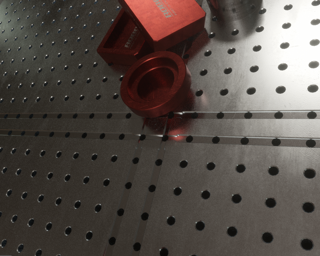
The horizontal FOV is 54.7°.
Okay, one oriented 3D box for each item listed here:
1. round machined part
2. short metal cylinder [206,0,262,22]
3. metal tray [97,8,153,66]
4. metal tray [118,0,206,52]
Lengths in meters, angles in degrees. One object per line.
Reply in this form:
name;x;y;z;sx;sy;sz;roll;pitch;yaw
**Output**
round machined part;-0.002;-0.056;0.432;0.098;0.042;0.098;-13;56;20
short metal cylinder;0.108;-0.207;0.462;0.080;0.050;0.080;-13;56;20
metal tray;-0.039;-0.168;0.526;0.090;0.030;0.130;13;68;33
metal tray;0.000;-0.189;0.482;0.090;0.030;0.130;-30;69;-8
